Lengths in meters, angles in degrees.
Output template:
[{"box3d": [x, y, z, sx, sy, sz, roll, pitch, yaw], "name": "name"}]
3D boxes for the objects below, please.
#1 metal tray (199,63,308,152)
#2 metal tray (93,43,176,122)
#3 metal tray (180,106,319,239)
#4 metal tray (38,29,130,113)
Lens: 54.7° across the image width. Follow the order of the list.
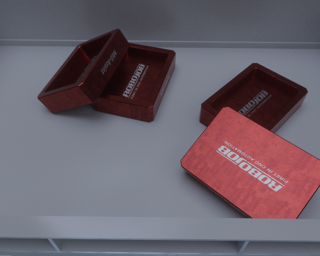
[{"box3d": [0.129, -0.032, 0.429, 0.090, 0.030, 0.131, 37, 59, 27], "name": "metal tray"}, {"box3d": [-0.036, -0.073, 0.462, 0.090, 0.030, 0.130, 13, 51, 10], "name": "metal tray"}, {"box3d": [0.100, 0.045, 0.343, 0.130, 0.030, 0.090, 35, 80, 25], "name": "metal tray"}, {"box3d": [-0.106, -0.083, 0.443, 0.090, 0.030, 0.130, -9, 43, 33], "name": "metal tray"}]
